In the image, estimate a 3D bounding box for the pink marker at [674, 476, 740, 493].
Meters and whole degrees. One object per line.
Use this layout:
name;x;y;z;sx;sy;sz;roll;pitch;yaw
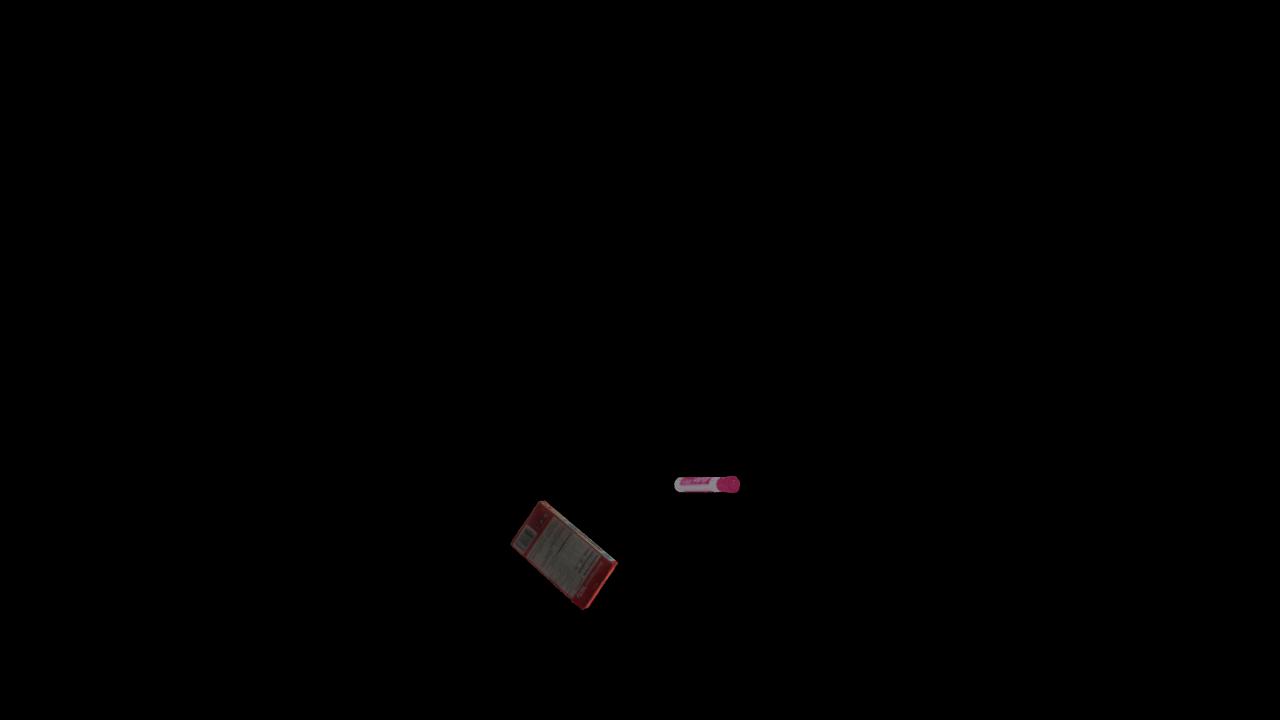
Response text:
pink marker;0.078;0.147;0.725;0.020;0.020;0.121;0;-10;-27

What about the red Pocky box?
red Pocky box;-0.115;0.292;0.926;0.155;0.083;0.028;34;-1;22
